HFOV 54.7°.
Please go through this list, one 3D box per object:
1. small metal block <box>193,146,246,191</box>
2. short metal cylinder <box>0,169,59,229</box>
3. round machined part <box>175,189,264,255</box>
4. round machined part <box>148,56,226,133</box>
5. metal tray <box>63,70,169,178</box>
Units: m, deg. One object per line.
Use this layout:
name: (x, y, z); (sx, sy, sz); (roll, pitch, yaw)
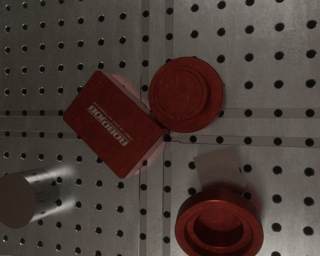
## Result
small metal block: (0.075, 0.054, 0.386); (0.050, 0.025, 0.050); (-18, 84, 18)
short metal cylinder: (-0.203, 0.105, 0.469); (0.080, 0.050, 0.079); (0, 90, 19)
round machined part: (0.069, 0.112, 0.366); (0.098, 0.042, 0.097); (4, 115, 9)
round machined part: (0.030, -0.042, 0.392); (0.098, 0.042, 0.097); (0, 90, 19)
metal tray: (-0.063, -0.006, 0.431); (0.130, 0.030, 0.090); (43, 103, 14)
